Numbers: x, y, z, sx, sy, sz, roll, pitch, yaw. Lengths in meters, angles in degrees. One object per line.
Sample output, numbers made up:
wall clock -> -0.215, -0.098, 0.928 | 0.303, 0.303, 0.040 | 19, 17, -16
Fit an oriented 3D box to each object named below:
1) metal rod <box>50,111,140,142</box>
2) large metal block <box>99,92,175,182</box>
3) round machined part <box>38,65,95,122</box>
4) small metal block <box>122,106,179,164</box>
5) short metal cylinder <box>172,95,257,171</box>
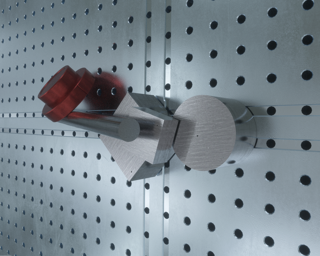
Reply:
metal rod -> -0.114, -0.012, 0.444 | 0.300, 0.025, 0.025 | 10, 96, 56
large metal block -> -0.024, 0.011, 0.408 | 0.080, 0.050, 0.080 | 51, 120, 27
round machined part -> -0.152, -0.060, 0.485 | 0.098, 0.042, 0.098 | -33, 31, 23
small metal block -> -0.012, 0.007, 0.349 | 0.050, 0.025, 0.050 | 24, 105, 37
short metal cylinder -> 0.058, 0.005, 0.343 | 0.080, 0.050, 0.079 | 0, 90, 39
